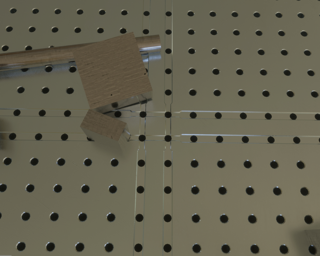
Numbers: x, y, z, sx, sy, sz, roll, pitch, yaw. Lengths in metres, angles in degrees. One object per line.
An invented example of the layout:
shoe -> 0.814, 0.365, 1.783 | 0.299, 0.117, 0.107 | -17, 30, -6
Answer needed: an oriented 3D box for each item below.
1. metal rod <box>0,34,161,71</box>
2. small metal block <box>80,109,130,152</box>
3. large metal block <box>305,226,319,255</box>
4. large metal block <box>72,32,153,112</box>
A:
metal rod -> -0.149, -0.105, 0.448 | 0.302, 0.025, 0.025 | -8, 70, -4
small metal block -> -0.068, 0.004, 0.396 | 0.050, 0.050, 0.025 | 21, 72, 7
large metal block -> 0.228, 0.144, 0.349 | 0.081, 0.050, 0.080 | -14, 71, -5
large metal block -> -0.061, -0.070, 0.411 | 0.080, 0.050, 0.080 | -18, 86, -4
